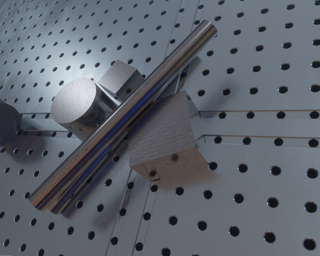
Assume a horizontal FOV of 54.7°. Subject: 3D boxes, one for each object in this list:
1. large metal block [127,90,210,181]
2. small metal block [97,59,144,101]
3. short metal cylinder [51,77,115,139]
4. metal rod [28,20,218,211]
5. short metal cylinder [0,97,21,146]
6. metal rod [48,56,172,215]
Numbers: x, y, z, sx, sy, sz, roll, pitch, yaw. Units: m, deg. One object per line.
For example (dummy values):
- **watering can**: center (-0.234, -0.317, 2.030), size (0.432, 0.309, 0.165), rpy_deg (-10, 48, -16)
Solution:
- **large metal block**: center (0.008, 0.011, 0.381), size (0.080, 0.050, 0.080), rpy_deg (-18, 55, 17)
- **small metal block**: center (-0.062, -0.075, 0.487), size (0.050, 0.025, 0.050), rpy_deg (33, 80, 38)
- **short metal cylinder**: center (-0.117, -0.030, 0.472), size (0.080, 0.050, 0.080), rpy_deg (-13, 56, 21)
- **metal rod**: center (-0.041, -0.018, 0.376), size (0.300, 0.025, 0.025), rpy_deg (-46, 51, -4)
- **short metal cylinder**: center (-0.291, -0.013, 0.534), size (0.050, 0.080, 0.080), rpy_deg (27, 77, 37)
- **metal rod**: center (-0.051, -0.005, 0.438), size (0.025, 0.025, 0.300), rpy_deg (34, 80, 38)
